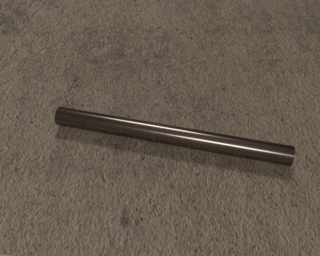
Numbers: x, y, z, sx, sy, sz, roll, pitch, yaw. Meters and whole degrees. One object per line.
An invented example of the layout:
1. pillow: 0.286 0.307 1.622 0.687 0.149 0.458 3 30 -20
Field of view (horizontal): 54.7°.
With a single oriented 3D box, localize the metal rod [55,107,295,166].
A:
1. metal rod: 0.013 0.009 0.395 0.302 0.025 0.025 10 51 7
